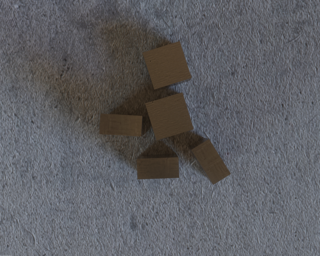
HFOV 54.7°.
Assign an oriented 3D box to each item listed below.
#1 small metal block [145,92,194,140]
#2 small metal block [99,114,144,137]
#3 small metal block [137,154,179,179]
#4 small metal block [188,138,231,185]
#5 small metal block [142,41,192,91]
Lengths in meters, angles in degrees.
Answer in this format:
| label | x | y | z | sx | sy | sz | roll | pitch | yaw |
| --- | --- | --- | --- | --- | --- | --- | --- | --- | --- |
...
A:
| label | x | y | z | sx | sy | sz | roll | pitch | yaw |
| --- | --- | --- | --- | --- | --- | --- | --- | --- | --- |
| small metal block | 0.012 | -0.015 | 0.410 | 0.050 | 0.025 | 0.050 | -17 | 90 | 0 |
| small metal block | -0.047 | -0.004 | 0.397 | 0.050 | 0.050 | 0.025 | 3 | 90 | 0 |
| small metal block | -0.002 | 0.048 | 0.397 | 0.050 | 0.050 | 0.025 | -2 | 90 | 0 |
| small metal block | 0.062 | 0.041 | 0.398 | 0.025 | 0.050 | 0.050 | -32 | 90 | 0 |
| small metal block | 0.009 | -0.081 | 0.410 | 0.050 | 0.025 | 0.050 | -18 | 90 | 0 |
